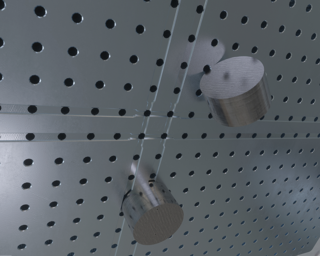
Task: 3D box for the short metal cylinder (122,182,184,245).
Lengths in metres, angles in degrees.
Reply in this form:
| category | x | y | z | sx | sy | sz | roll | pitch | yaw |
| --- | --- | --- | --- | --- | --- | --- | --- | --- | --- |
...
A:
| category | x | y | z | sx | sy | sz | roll | pitch | yaw |
| --- | --- | --- | --- | --- | --- | --- | --- | --- | --- |
| short metal cylinder | -0.012 | 0.129 | 0.468 | 0.081 | 0.050 | 0.079 | -14 | 124 | -21 |

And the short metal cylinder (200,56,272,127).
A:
| category | x | y | z | sx | sy | sz | roll | pitch | yaw |
| --- | --- | --- | --- | --- | --- | --- | --- | --- | --- |
| short metal cylinder | 0.098 | -0.048 | 0.399 | 0.080 | 0.080 | 0.050 | -35 | 129 | -5 |
